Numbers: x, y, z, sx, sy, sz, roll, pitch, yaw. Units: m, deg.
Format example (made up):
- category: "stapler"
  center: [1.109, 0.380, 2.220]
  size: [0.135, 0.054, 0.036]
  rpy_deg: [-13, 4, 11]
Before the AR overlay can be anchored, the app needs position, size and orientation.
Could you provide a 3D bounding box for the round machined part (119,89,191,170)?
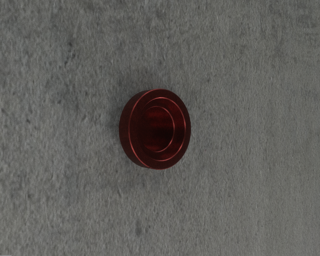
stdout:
- category: "round machined part"
  center: [-0.010, 0.001, 0.387]
  size: [0.099, 0.042, 0.097]
  rpy_deg: [0, 90, -40]
